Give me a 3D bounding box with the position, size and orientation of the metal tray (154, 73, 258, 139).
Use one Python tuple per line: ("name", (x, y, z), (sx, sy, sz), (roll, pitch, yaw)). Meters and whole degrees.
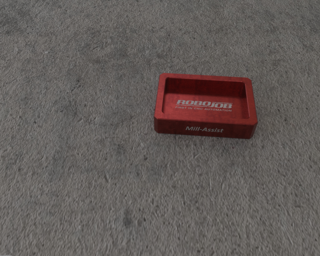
("metal tray", (0.061, -0.033, 0.427), (0.131, 0.030, 0.090), (4, 50, 3))
